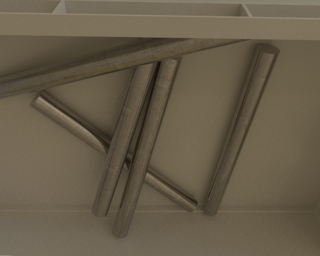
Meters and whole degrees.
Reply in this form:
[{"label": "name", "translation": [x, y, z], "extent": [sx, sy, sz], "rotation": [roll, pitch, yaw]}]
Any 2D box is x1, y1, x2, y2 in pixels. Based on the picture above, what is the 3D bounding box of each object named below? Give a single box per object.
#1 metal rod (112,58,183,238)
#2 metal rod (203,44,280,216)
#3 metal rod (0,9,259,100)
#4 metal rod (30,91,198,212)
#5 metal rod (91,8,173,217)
[{"label": "metal rod", "translation": [-0.025, 0.042, 0.417], "extent": [0.025, 0.025, 0.298], "rotation": [11, 121, -10]}, {"label": "metal rod", "translation": [0.102, 0.026, 0.433], "extent": [0.025, 0.025, 0.298], "rotation": [4, 130, -4]}, {"label": "metal rod", "translation": [-0.055, -0.069, 0.320], "extent": [0.301, 0.025, 0.025], "rotation": [-10, 130, 19]}, {"label": "metal rod", "translation": [-0.048, 0.047, 0.448], "extent": [0.025, 0.025, 0.301], "rotation": [-35, 122, 26]}, {"label": "metal rod", "translation": [-0.044, 0.004, 0.387], "extent": [0.025, 0.025, 0.298], "rotation": [14, 121, -12]}]
